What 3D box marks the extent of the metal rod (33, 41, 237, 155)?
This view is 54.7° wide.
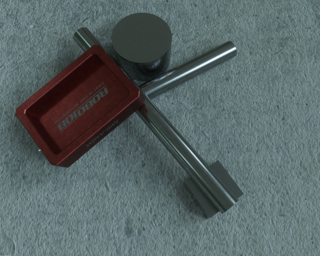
[{"bbox_3d":[-0.026,-0.046,0.426,0.302,0.025,0.025,-28,73,-10],"label":"metal rod"}]

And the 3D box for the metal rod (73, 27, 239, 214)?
[{"bbox_3d":[-0.015,-0.020,0.390,0.025,0.025,0.300,-37,75,-13],"label":"metal rod"}]

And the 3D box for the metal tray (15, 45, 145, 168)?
[{"bbox_3d":[-0.096,-0.026,0.374,0.130,0.030,0.090,-40,74,-2],"label":"metal tray"}]

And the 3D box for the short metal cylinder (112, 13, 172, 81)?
[{"bbox_3d":[-0.024,-0.113,0.436,0.081,0.050,0.080,0,70,0],"label":"short metal cylinder"}]

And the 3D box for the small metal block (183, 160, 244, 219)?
[{"bbox_3d":[0.065,0.076,0.382,0.050,0.025,0.050,-32,73,-11],"label":"small metal block"}]
